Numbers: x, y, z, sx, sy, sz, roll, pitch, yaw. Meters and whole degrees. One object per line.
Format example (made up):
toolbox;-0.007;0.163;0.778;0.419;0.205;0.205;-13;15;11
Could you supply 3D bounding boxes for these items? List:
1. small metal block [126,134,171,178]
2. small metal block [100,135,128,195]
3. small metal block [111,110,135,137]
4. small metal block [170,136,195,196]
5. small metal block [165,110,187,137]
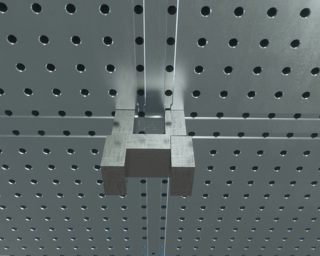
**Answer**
small metal block;-0.014;0.034;0.376;0.050;0.025;0.050;0;130;-1
small metal block;-0.051;0.044;0.365;0.025;0.050;0.050;1;130;-1
small metal block;-0.046;0.012;0.403;0.025;0.050;0.050;0;130;-1
small metal block;0.025;0.045;0.366;0.025;0.050;0.050;1;130;-1
small metal block;0.019;0.012;0.405;0.025;0.050;0.050;-1;130;0
